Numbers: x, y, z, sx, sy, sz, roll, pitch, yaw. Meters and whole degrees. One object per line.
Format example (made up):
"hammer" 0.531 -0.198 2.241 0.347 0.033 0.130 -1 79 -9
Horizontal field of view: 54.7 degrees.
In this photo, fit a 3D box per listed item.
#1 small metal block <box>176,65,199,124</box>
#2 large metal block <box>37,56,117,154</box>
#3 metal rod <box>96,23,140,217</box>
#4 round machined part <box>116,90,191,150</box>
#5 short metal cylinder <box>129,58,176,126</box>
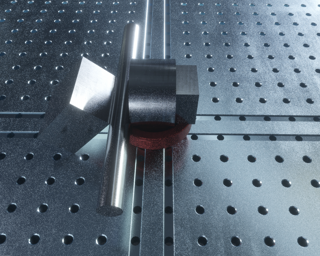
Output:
"small metal block" 0.030 -0.040 0.370 0.025 0.050 0.050 1 50 0
"large metal block" -0.102 -0.027 0.386 0.050 0.080 0.080 30 42 -30
"metal rod" -0.045 -0.037 0.384 0.025 0.025 0.300 1 50 0
"round machined part" -0.008 -0.011 0.404 0.099 0.042 0.098 0 50 0
"short metal cylinder" -0.008 -0.042 0.368 0.050 0.080 0.080 1 50 0
